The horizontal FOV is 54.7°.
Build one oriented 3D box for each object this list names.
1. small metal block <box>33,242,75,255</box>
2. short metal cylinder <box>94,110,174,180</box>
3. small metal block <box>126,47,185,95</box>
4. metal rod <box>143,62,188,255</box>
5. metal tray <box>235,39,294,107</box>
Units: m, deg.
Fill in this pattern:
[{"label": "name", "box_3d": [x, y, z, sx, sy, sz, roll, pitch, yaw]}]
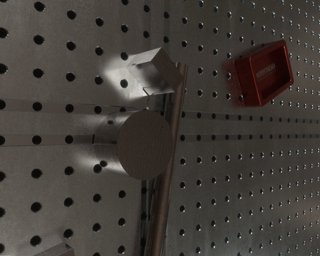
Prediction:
[{"label": "small metal block", "box_3d": [-0.113, 0.154, 0.316, 0.050, 0.025, 0.050, -15, 100, -39]}, {"label": "short metal cylinder", "box_3d": [-0.031, 0.019, 0.369, 0.081, 0.050, 0.079, 0, 90, -40]}, {"label": "small metal block", "box_3d": [-0.006, -0.070, 0.389, 0.050, 0.050, 0.025, 49, 61, -29]}, {"label": "metal rod", "box_3d": [0.006, 0.059, 0.416, 0.025, 0.025, 0.298, 14, 81, -40]}, {"label": "metal tray", "box_3d": [0.198, -0.103, 0.574, 0.131, 0.030, 0.090, -31, 109, -36]}]
